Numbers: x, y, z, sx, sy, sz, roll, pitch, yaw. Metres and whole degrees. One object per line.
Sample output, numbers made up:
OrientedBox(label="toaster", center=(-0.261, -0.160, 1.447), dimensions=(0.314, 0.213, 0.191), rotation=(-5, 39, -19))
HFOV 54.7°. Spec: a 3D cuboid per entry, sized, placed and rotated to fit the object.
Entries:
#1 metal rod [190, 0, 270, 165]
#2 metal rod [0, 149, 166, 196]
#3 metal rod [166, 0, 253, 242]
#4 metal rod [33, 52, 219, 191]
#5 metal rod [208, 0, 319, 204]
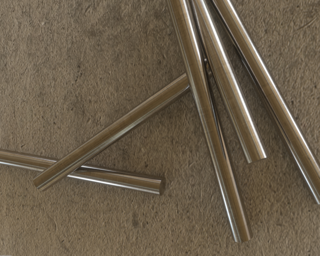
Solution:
OrientedBox(label="metal rod", center=(0.059, -0.103, 0.363), dimensions=(0.025, 0.025, 0.299), rotation=(-23, 73, 18))
OrientedBox(label="metal rod", center=(-0.137, 0.060, 0.457), dimensions=(0.301, 0.025, 0.025), rotation=(7, 92, 19))
OrientedBox(label="metal rod", center=(0.059, -0.011, 0.366), dimensions=(0.025, 0.025, 0.298), rotation=(-15, 93, 19))
OrientedBox(label="metal rod", center=(-0.047, -0.004, 0.409), dimensions=(0.300, 0.025, 0.025), rotation=(-34, 79, 10))
OrientedBox(label="metal rod", center=(0.122, -0.055, 0.365), dimensions=(0.025, 0.025, 0.299), rotation=(-28, 81, 18))
